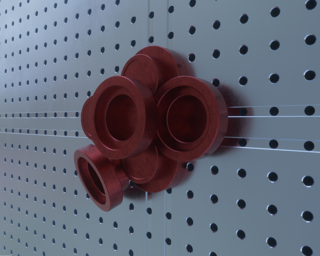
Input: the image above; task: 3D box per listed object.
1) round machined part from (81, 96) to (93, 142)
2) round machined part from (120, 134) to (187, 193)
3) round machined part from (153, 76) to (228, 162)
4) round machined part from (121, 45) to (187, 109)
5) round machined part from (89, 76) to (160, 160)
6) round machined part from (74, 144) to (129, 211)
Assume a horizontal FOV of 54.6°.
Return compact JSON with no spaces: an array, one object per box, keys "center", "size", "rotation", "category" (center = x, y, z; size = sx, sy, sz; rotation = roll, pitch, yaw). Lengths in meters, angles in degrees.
[{"center":[-0.082,-0.015,0.467],"size":[0.098,0.042,0.097],"rotation":[0,90,40],"category":"round machined part"},{"center":[-0.015,0.037,0.412],"size":[0.098,0.042,0.097],"rotation":[0,90,40],"category":"round machined part"},{"center":[0.037,-0.011,0.368],"size":[0.098,0.042,0.097],"rotation":[0,90,40],"category":"round machined part"},{"center":[-0.015,-0.061,0.412],"size":[0.098,0.042,0.097],"rotation":[0,90,40],"category":"round machined part"},{"center":[-0.040,-0.012,0.376],"size":[0.098,0.042,0.097],"rotation":[0,90,40],"category":"round machined part"},{"center":[-0.081,0.067,0.450],"size":[0.098,0.042,0.097],"rotation":[34,137,38],"category":"round machined part"}]
